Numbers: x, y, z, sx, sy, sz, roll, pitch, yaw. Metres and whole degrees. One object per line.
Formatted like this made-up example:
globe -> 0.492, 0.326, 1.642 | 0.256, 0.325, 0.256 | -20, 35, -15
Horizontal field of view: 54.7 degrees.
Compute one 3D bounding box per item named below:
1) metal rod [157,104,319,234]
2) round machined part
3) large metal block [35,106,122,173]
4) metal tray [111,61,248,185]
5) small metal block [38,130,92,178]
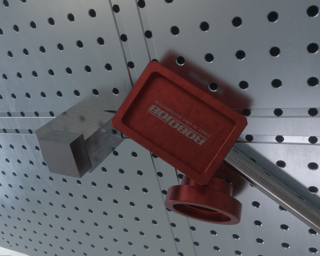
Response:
metal rod -> 0.122, 0.061, 0.384 | 0.301, 0.025, 0.025 | 36, 129, 3
round machined part -> 0.059, 0.092, 0.408 | 0.098, 0.042, 0.098 | 13, 155, 7
large metal block -> -0.113, 0.013, 0.443 | 0.080, 0.080, 0.050 | 10, 123, 23
metal tray -> 0.022, -0.006, 0.361 | 0.130, 0.030, 0.090 | 33, 92, 6
small metal block -> -0.119, 0.032, 0.390 | 0.050, 0.025, 0.050 | 5, 121, 25
